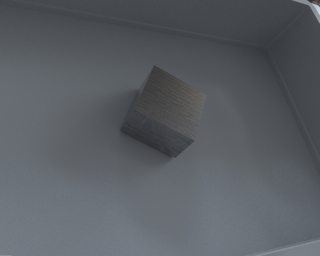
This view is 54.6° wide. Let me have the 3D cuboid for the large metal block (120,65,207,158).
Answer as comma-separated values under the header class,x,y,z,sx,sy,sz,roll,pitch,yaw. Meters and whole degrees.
class,x,y,z,sx,sy,sz,roll,pitch,yaw
large metal block,0.006,-0.021,0.401,0.080,0.050,0.080,28,52,-11
